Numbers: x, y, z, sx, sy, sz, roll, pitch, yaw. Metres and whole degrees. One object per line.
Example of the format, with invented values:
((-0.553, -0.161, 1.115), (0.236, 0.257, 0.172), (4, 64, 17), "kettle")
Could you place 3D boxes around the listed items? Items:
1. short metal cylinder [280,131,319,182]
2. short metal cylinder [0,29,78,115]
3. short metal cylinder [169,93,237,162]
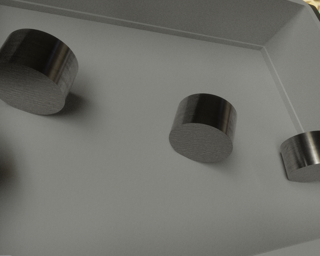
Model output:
((0.230, 0.045, 0.470), (0.081, 0.080, 0.050), (11, 57, -23), "short metal cylinder")
((-0.135, -0.058, 0.334), (0.080, 0.080, 0.050), (21, 54, -17), "short metal cylinder")
((0.057, 0.001, 0.402), (0.080, 0.080, 0.050), (27, 52, -12), "short metal cylinder")
